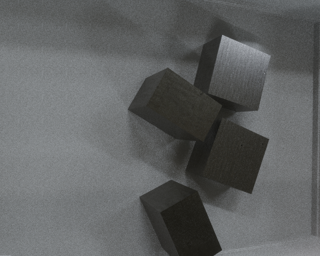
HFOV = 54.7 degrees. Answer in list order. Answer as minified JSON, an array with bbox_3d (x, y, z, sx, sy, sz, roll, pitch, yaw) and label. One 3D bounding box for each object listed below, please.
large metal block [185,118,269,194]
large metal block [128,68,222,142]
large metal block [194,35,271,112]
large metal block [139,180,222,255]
[{"bbox_3d":[0.094,0.038,0.433,0.080,0.050,0.080,23,82,-19],"label":"large metal block"},{"bbox_3d":[0.016,-0.026,0.388,0.080,0.080,0.050,32,80,-18],"label":"large metal block"},{"bbox_3d":[0.099,-0.072,0.435,0.081,0.050,0.080,16,85,-20],"label":"large metal block"},{"bbox_3d":[0.023,0.119,0.391,0.050,0.080,0.080,-26,99,-18],"label":"large metal block"}]
